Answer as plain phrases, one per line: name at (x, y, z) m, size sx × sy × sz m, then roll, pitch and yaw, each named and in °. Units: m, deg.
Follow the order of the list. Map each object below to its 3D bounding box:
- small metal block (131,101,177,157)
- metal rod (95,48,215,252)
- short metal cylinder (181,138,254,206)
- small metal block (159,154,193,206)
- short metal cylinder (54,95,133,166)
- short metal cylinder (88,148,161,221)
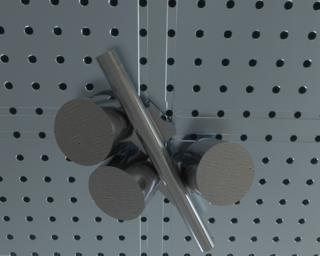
small metal block at (-0.014, 0.001, 0.410) m, size 0.050 × 0.025 × 0.050 m, roll -41°, pitch 105°, yaw 13°
metal rod at (0.002, 0.041, 0.397) m, size 0.025 × 0.025 × 0.299 m, roll -24°, pitch 108°, yaw 8°
short metal cylinder at (0.074, 0.055, 0.403) m, size 0.081 × 0.050 × 0.079 m, roll -2°, pitch 95°, yaw -18°
small metal block at (0.023, 0.073, 0.437) m, size 0.050 × 0.025 × 0.050 m, roll -38°, pitch 106°, yaw 13°
short metal cylinder at (-0.081, 0.001, 0.381) m, size 0.080 × 0.050 × 0.079 m, roll 4°, pitch 102°, yaw 20°
short metal cylinder at (-0.046, 0.073, 0.408) m, size 0.080 × 0.050 × 0.079 m, roll 9°, pitch 116°, yaw 20°
